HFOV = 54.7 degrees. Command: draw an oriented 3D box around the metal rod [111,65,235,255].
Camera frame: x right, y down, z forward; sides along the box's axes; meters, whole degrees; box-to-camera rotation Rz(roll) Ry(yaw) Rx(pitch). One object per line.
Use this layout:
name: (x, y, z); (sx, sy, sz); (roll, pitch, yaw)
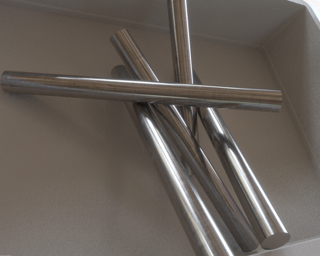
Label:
metal rod: (-0.005, 0.014, 0.317); (0.025, 0.025, 0.300); (3, 35, -27)

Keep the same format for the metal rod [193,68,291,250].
metal rod: (0.068, 0.002, 0.370); (0.025, 0.025, 0.300); (13, 33, -22)

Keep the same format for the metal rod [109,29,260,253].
metal rod: (0.031, 0.017, 0.370); (0.025, 0.025, 0.299); (-34, 93, -38)

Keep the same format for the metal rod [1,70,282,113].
metal rod: (-0.022, -0.041, 0.342); (0.302, 0.025, 0.025); (4, 57, 2)

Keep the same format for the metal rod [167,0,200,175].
metal rod: (0.028, -0.090, 0.398); (0.025, 0.025, 0.298); (-5, 90, -31)
